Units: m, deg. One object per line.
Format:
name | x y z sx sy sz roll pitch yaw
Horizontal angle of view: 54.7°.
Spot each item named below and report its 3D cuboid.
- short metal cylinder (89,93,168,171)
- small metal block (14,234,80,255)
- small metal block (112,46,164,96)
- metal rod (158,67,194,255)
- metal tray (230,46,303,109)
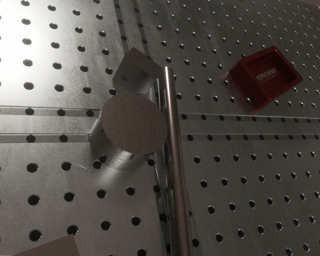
short metal cylinder | -0.038 0.005 0.370 0.081 0.050 0.080 14 56 -21
small metal block | -0.097 0.130 0.277 0.050 0.025 0.050 -12 68 -33
small metal block | -0.030 -0.073 0.422 0.050 0.050 0.025 36 51 -5
metal rod | 0.018 0.046 0.390 0.025 0.025 0.299 10 57 -23
metal tray | 0.200 -0.098 0.575 0.131 0.030 0.090 -27 77 -37
